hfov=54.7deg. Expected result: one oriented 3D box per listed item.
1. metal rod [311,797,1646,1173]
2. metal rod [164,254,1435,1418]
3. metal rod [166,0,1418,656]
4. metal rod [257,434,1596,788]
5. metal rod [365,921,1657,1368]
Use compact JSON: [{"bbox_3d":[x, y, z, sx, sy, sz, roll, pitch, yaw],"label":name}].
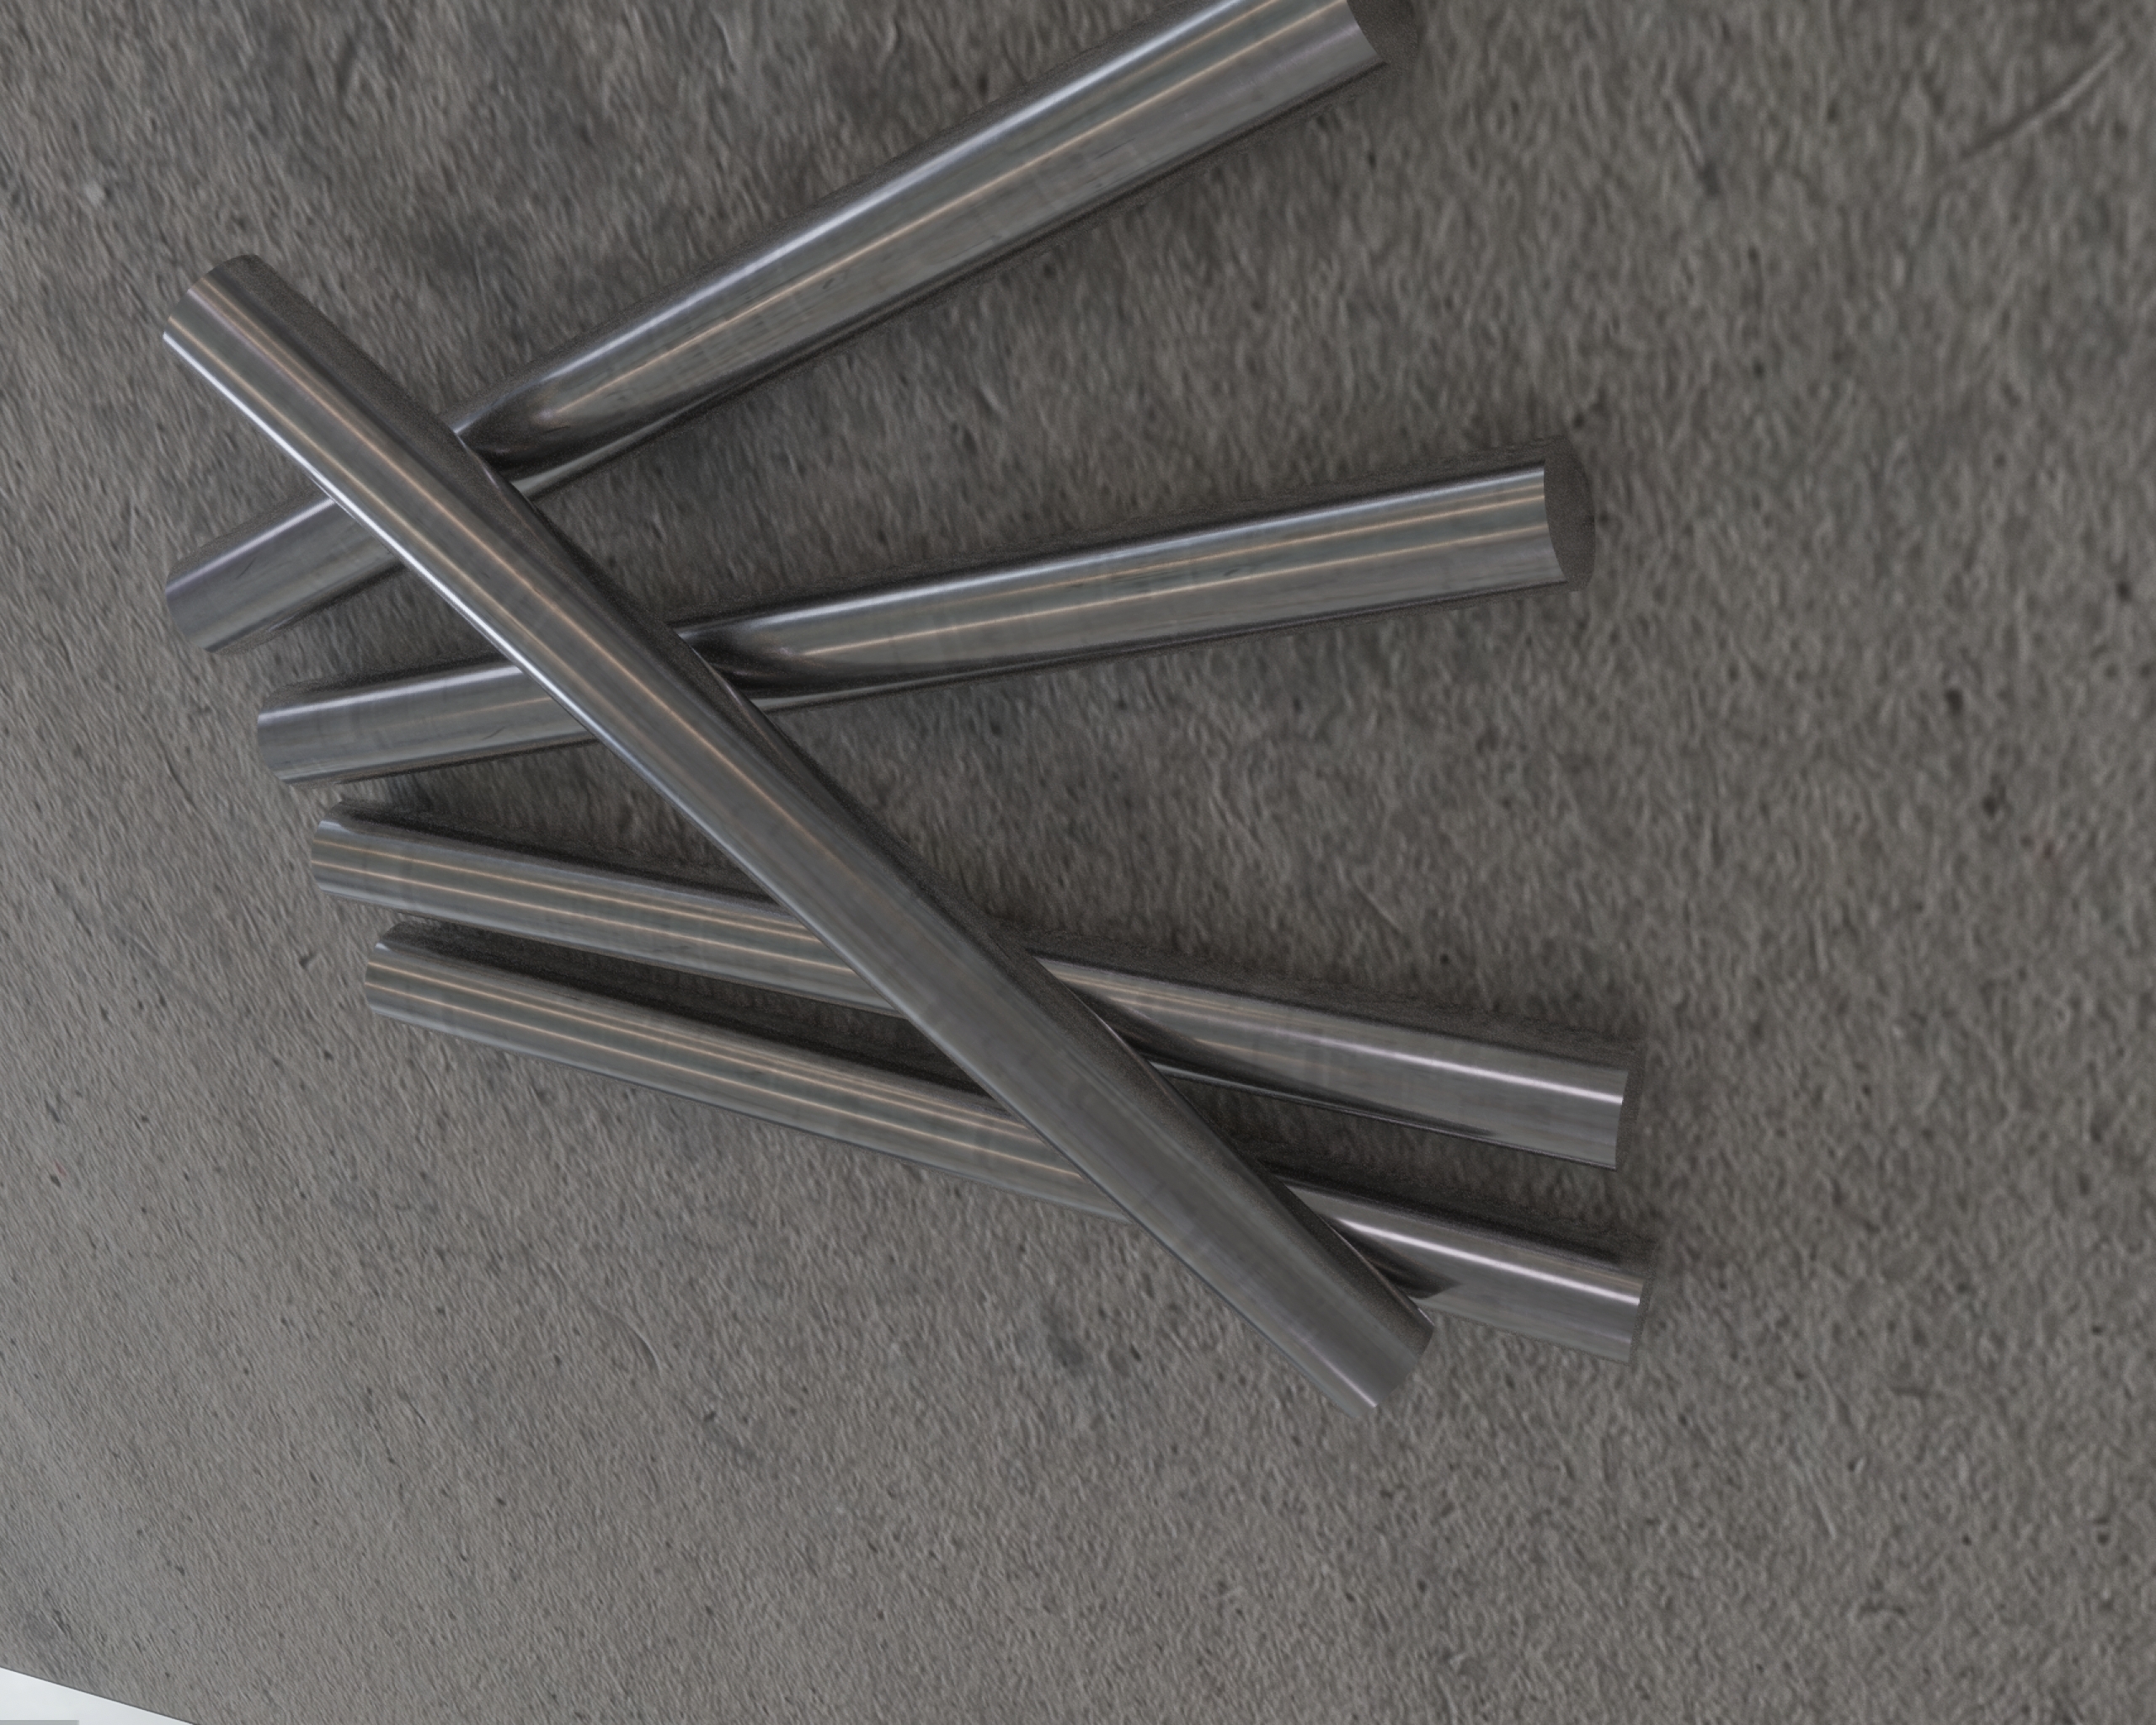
[{"bbox_3d":[-0.036,0.021,0.438,0.301,0.025,0.025,10,123,23],"label":"metal rod"},{"bbox_3d":[-0.051,-0.004,0.397,0.300,0.025,0.025,42,129,-1],"label":"metal rod"},{"bbox_3d":[-0.076,-0.093,0.389,0.300,0.025,0.025,-16,110,34],"label":"metal rod"},{"bbox_3d":[-0.051,-0.042,0.407,0.300,0.025,0.025,-6,116,30],"label":"metal rod"},{"bbox_3d":[-0.028,0.056,0.455,0.301,0.025,0.025,12,124,21],"label":"metal rod"}]
